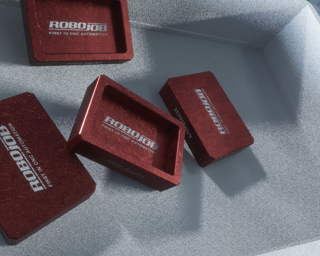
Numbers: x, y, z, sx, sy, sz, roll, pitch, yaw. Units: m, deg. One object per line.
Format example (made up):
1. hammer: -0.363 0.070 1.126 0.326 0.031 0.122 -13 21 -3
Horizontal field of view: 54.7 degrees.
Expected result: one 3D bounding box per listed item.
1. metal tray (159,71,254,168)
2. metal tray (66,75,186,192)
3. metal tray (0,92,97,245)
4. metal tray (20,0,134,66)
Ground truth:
1. metal tray: 0.067 -0.017 0.449 0.091 0.030 0.130 -17 71 -35
2. metal tray: -0.031 0.008 0.359 0.131 0.030 0.090 30 49 -27
3. metal tray: -0.137 0.034 0.307 0.091 0.030 0.130 -30 78 -38
4. metal tray: -0.103 -0.129 0.400 0.131 0.030 0.089 -9 95 -32
